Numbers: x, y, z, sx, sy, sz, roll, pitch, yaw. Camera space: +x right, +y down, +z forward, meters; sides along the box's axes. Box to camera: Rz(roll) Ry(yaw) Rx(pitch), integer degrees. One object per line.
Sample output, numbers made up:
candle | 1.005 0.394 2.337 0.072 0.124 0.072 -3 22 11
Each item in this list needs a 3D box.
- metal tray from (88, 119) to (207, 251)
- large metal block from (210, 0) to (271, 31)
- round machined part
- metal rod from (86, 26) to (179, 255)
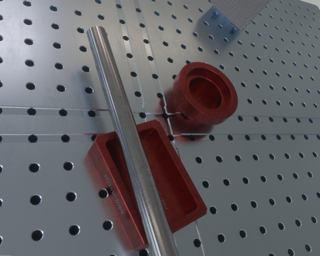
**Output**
metal tray | -0.014 0.060 0.360 0.091 0.030 0.130 -18 71 -35
large metal block | 0.158 -0.246 0.599 0.080 0.080 0.050 44 21 2
round machined part | 0.063 -0.046 0.460 0.099 0.042 0.098 14 56 -21
metal rod | -0.036 0.008 0.344 0.025 0.025 0.299 -6 65 -31
